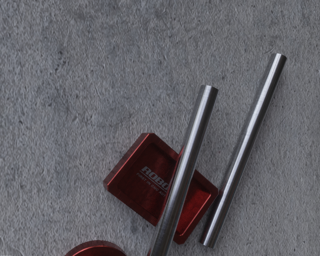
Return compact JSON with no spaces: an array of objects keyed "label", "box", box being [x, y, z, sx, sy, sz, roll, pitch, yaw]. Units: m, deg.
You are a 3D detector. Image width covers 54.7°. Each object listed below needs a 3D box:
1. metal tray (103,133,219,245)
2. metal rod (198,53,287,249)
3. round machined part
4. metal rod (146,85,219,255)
[{"label":"metal tray","box":[0.004,0.079,0.408,0.130,0.030,0.090,42,77,-16]},{"label":"metal rod","box":[0.124,0.027,0.455,0.025,0.025,0.299,26,81,-18]},{"label":"round machined part","box":[-0.077,0.191,0.372,0.099,0.042,0.097,0,90,-20]},{"label":"metal rod","box":[0.018,0.090,0.383,0.025,0.025,0.299,21,83,-19]}]
